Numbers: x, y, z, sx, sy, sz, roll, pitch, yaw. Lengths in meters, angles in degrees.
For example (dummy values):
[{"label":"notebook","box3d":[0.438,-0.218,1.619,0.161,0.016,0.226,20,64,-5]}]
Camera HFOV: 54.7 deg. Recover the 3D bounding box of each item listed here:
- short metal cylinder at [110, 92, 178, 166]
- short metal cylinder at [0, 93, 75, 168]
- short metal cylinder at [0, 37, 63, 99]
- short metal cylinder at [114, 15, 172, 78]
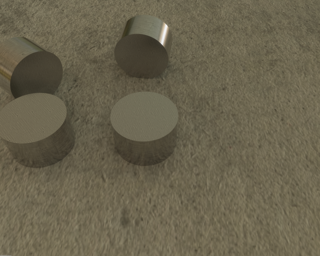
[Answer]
[{"label":"short metal cylinder","box3d":[-0.019,0.000,0.387,0.081,0.050,0.080,0,50,0]},{"label":"short metal cylinder","box3d":[-0.151,0.002,0.383,0.081,0.050,0.080,0,50,0]},{"label":"short metal cylinder","box3d":[-0.185,-0.079,0.432,0.050,0.080,0.080,33,57,24]},{"label":"short metal cylinder","box3d":[-0.024,-0.122,0.470,0.080,0.080,0.050,6,51,5]}]
